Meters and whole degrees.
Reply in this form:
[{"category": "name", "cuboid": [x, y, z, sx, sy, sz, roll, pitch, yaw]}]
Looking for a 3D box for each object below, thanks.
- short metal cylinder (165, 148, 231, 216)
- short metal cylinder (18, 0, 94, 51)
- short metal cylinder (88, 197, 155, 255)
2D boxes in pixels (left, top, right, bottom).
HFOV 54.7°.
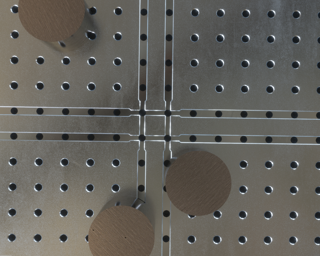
[{"category": "short metal cylinder", "cuboid": [0.047, 0.067, 0.402, 0.081, 0.050, 0.079, 0, 90, -1]}, {"category": "short metal cylinder", "cuboid": [-0.131, -0.144, 0.399, 0.081, 0.050, 0.079, 0, 90, -1]}, {"category": "short metal cylinder", "cuboid": [-0.047, 0.134, 0.400, 0.081, 0.050, 0.079, 0, 90, -1]}]
